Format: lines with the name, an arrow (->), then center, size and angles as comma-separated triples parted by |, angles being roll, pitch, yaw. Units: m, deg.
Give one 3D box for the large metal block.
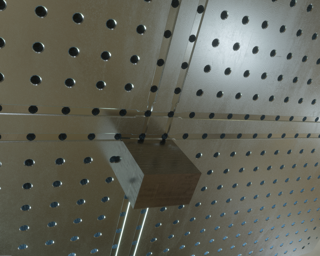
large metal block -> -0.006, 0.057, 0.407 | 0.081, 0.080, 0.050 | 4, 117, -30
